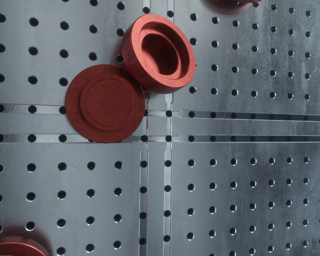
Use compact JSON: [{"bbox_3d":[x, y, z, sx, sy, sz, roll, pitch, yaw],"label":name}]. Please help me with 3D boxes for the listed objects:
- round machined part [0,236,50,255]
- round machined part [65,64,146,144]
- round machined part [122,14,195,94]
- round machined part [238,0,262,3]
[{"bbox_3d":[-0.168,0.168,0.342,0.099,0.042,0.097,0,90,-20],"label":"round machined part"},{"bbox_3d":[-0.065,-0.030,0.380,0.099,0.042,0.097,0,90,-20],"label":"round machined part"},{"bbox_3d":[-0.006,-0.088,0.389,0.099,0.042,0.098,15,65,-34],"label":"round machined part"},{"bbox_3d":[0.137,-0.228,0.432,0.099,0.042,0.097,-13,109,-44],"label":"round machined part"}]
